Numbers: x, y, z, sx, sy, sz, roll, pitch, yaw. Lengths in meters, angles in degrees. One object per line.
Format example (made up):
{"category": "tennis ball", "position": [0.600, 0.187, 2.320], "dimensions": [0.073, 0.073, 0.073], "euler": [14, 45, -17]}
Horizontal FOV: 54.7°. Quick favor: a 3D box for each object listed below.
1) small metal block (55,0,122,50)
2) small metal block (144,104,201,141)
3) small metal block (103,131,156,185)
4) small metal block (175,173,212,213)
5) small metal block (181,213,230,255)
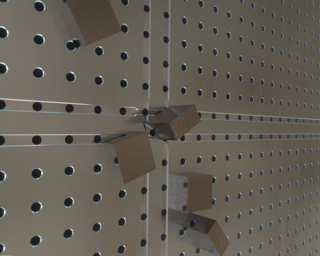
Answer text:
{"category": "small metal block", "position": [-0.078, -0.122, 0.345], "dimensions": [0.050, 0.025, 0.050], "euler": [-36, 113, -34]}
{"category": "small metal block", "position": [0.017, -0.008, 0.409], "dimensions": [0.050, 0.050, 0.025], "euler": [-37, 113, -34]}
{"category": "small metal block", "position": [-0.037, 0.035, 0.380], "dimensions": [0.050, 0.025, 0.050], "euler": [-21, 103, -38]}
{"category": "small metal block", "position": [0.050, 0.094, 0.454], "dimensions": [0.050, 0.025, 0.050], "euler": [2, 89, -40]}
{"category": "small metal block", "position": [0.066, 0.155, 0.451], "dimensions": [0.025, 0.050, 0.050], "euler": [-46, 118, -31]}
